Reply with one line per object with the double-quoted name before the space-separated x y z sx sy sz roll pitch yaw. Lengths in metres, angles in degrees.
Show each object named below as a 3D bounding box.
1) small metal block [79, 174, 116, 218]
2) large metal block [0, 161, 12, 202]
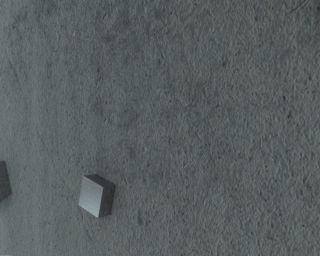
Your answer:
"small metal block" -0.099 0.105 0.487 0.050 0.025 0.050 18 102 38
"large metal block" -0.390 0.129 0.711 0.080 0.050 0.080 -32 70 35
